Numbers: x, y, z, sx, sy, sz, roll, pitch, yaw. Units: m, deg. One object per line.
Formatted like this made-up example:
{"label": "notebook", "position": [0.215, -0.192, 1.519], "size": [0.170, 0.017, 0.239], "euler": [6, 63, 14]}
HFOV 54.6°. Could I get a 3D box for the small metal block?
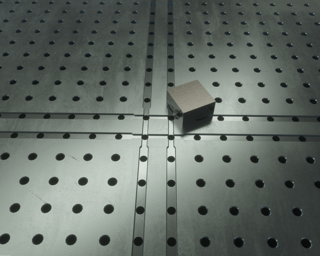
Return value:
{"label": "small metal block", "position": [0.043, -0.037, 0.439], "size": [0.050, 0.025, 0.050], "euler": [-20, 53, -16]}
